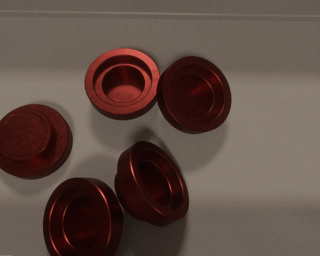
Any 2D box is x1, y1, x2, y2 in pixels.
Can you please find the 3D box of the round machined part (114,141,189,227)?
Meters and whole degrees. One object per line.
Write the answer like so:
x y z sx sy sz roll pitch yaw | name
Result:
-0.014 0.067 0.357 0.042 0.099 0.098 -36 71 25 | round machined part

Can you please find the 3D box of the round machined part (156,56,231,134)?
0.040 -0.040 0.403 0.099 0.042 0.098 5 78 -23 | round machined part

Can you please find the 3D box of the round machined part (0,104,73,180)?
-0.166 0.014 0.394 0.099 0.042 0.098 0 70 -1 | round machined part

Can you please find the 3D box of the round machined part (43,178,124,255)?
-0.080 0.105 0.346 0.098 0.042 0.098 -6 78 29 | round machined part

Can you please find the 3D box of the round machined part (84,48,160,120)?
-0.048 -0.055 0.420 0.099 0.042 0.098 0 70 0 | round machined part
